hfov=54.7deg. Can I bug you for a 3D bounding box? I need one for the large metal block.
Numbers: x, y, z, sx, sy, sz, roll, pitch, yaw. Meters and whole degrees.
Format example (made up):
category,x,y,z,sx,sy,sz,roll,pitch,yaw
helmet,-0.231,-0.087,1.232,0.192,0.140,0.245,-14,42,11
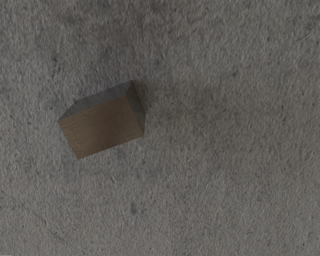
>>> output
category,x,y,z,sx,sy,sz,roll,pitch,yaw
large metal block,-0.065,-0.013,0.375,0.080,0.080,0.050,-20,109,7
